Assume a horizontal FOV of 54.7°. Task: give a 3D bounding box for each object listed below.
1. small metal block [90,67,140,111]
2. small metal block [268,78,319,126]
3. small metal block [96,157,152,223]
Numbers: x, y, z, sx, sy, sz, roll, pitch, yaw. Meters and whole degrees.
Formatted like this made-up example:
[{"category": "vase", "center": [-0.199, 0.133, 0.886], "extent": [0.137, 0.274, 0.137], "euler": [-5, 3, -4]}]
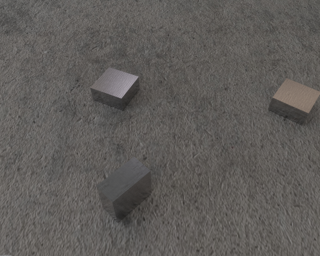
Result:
[{"category": "small metal block", "center": [-0.064, -0.058, 0.451], "extent": [0.050, 0.025, 0.050], "euler": [20, 53, 16]}, {"category": "small metal block", "center": [0.189, -0.038, 0.436], "extent": [0.050, 0.025, 0.050], "euler": [29, 56, 22]}, {"category": "small metal block", "center": [-0.036, 0.066, 0.331], "extent": [0.050, 0.050, 0.025], "euler": [-37, 59, -27]}]
